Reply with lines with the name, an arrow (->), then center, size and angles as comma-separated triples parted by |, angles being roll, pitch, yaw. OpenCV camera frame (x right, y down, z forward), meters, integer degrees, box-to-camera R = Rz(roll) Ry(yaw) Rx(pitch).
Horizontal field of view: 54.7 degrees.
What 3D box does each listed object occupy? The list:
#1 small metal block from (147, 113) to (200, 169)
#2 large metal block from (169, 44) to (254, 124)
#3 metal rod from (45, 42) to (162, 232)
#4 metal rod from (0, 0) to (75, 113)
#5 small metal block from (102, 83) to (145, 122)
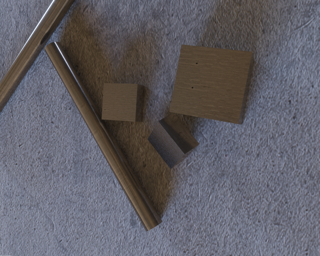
small metal block -> 0.015, 0.017, 0.388 | 0.050, 0.025, 0.050 | 52, 149, 12
large metal block -> 0.064, -0.051, 0.373 | 0.080, 0.050, 0.079 | 11, 94, 19
metal rod -> -0.084, 0.005, 0.437 | 0.025, 0.025, 0.299 | -34, 79, 16
metal rod -> -0.225, -0.087, 0.486 | 0.025, 0.025, 0.299 | 43, 103, 14
small metal block -> -0.050, -0.035, 0.426 | 0.050, 0.025, 0.050 | 4, 91, 19
